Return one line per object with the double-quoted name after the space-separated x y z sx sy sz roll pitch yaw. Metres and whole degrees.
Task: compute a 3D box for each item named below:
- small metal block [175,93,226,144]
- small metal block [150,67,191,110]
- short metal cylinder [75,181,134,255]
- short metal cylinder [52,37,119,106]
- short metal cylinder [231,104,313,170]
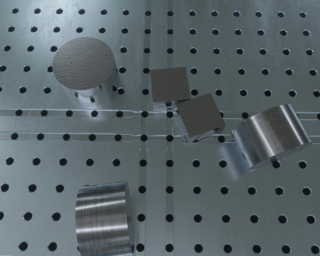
0.053 -0.013 0.417 0.050 0.025 0.050 -19 71 -7 "small metal block"
0.013 -0.055 0.432 0.050 0.025 0.050 -5 70 -2 "small metal block"
-0.058 0.102 0.345 0.050 0.080 0.080 -7 70 -2 "short metal cylinder"
-0.099 -0.076 0.426 0.081 0.050 0.080 0 70 0 "short metal cylinder"
0.135 0.013 0.379 0.080 0.080 0.050 -19 71 -7 "short metal cylinder"
